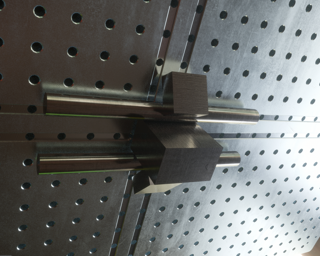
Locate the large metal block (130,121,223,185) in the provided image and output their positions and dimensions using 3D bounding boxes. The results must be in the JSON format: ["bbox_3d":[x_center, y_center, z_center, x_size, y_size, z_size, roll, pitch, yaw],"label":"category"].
[{"bbox_3d":[0.019,0.025,0.396,0.081,0.080,0.050,2,118,-29],"label":"large metal block"}]

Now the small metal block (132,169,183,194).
[{"bbox_3d":[-0.005,0.073,0.434,0.050,0.025,0.050,2,155,-30],"label":"small metal block"}]

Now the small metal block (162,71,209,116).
[{"bbox_3d":[0.031,-0.040,0.384,0.050,0.025,0.050,1,84,-29],"label":"small metal block"}]

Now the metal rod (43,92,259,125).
[{"bbox_3d":[0.011,-0.021,0.399,0.303,0.025,0.025,2,118,-30],"label":"metal rod"}]

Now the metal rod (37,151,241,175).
[{"bbox_3d":[-0.009,0.046,0.431,0.303,0.025,0.025,2,118,-30],"label":"metal rod"}]
